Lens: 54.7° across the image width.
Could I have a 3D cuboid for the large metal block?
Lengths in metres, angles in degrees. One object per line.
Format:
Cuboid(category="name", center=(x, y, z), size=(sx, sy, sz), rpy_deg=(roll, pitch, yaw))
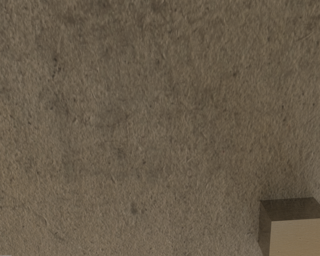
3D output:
Cuboid(category="large metal block", center=(0.194, 0.152, 0.455), size=(0.081, 0.050, 0.079), rpy_deg=(-4, 110, 1))
